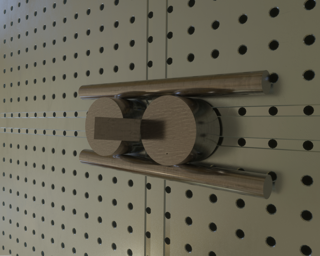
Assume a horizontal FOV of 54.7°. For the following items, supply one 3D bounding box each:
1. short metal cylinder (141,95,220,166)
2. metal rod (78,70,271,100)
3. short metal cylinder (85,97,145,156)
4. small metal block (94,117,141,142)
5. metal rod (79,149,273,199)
[{"bbox_3d":[0.023,0.003,0.369,0.080,0.050,0.079,0,90,40],"label":"short metal cylinder"},{"bbox_3d":[-0.007,-0.052,0.411,0.300,0.025,0.025,3,92,39],"label":"metal rod"},{"bbox_3d":[-0.060,-0.002,0.439,0.080,0.050,0.079,0,90,40],"label":"short metal cylinder"},{"bbox_3d":[-0.049,0.001,0.368,0.050,0.050,0.025,3,92,-3],"label":"small metal block"},{"bbox_3d":[-0.006,0.053,0.410,0.300,0.025,0.025,3,92,39],"label":"metal rod"}]
